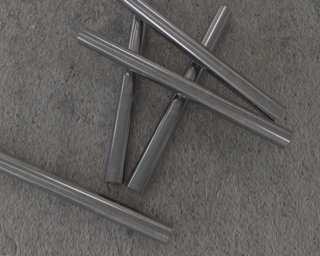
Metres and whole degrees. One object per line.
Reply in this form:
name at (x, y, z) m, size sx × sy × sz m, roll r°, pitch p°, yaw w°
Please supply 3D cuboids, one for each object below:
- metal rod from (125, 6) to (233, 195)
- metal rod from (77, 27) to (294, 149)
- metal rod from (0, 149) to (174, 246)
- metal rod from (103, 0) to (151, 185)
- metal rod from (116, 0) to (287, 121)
metal rod at (0.033, -0.050, 0.426) m, size 0.025 × 0.025 × 0.300 m, roll 24°, pitch 72°, yaw 8°
metal rod at (0.025, -0.056, 0.400) m, size 0.301 × 0.025 × 0.025 m, roll 28°, pitch 73°, yaw 9°
metal rod at (-0.128, 0.070, 0.381) m, size 0.301 × 0.025 × 0.025 m, roll 22°, pitch 72°, yaw 7°
metal rod at (-0.041, -0.071, 0.433) m, size 0.025 × 0.025 × 0.299 m, roll 6°, pitch 70°, yaw 2°
metal rod at (0.040, -0.112, 0.421) m, size 0.300 × 0.025 × 0.025 m, roll 41°, pitch 75°, yaw 13°
